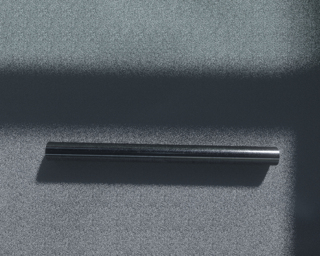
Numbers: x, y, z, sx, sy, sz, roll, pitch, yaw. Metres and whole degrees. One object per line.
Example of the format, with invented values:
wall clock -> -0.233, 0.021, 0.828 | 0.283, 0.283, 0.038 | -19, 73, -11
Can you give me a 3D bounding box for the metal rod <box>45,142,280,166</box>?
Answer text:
metal rod -> 0.003, 0.034, 0.411 | 0.302, 0.025, 0.025 | 1, 90, 0
